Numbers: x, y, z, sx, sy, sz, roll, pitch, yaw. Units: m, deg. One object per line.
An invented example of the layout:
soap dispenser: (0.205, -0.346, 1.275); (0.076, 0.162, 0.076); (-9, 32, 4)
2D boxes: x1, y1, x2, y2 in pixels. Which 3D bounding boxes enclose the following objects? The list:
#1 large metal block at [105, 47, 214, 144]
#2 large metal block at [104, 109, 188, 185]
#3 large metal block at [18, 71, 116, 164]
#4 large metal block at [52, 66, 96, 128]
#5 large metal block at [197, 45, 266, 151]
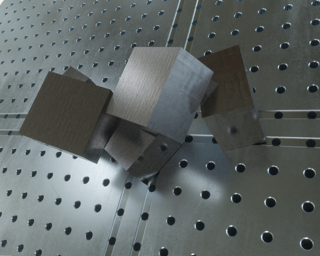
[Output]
large metal block: (-0.003, -0.037, 0.326); (0.080, 0.050, 0.080); (19, 84, 51)
large metal block: (-0.026, 0.011, 0.397); (0.080, 0.050, 0.080); (-48, 52, -6)
large metal block: (-0.103, -0.011, 0.367); (0.080, 0.050, 0.080); (18, 77, 13)
large metal block: (-0.119, -0.028, 0.450); (0.050, 0.080, 0.080); (34, 81, 38)
large metal block: (0.080, -0.031, 0.349); (0.050, 0.080, 0.080); (-15, 56, 19)
